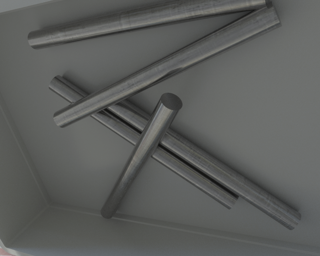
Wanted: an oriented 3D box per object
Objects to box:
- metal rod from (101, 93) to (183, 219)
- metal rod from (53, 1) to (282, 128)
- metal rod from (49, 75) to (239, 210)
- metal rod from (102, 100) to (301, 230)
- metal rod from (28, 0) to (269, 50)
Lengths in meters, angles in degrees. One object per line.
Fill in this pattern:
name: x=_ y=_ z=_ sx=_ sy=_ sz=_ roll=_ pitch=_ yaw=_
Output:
metal rod: x=-0.040 y=0.060 z=0.438 sx=0.025 sy=0.025 sz=0.298 roll=35 pitch=137 yaw=4
metal rod: x=-0.015 y=-0.059 z=0.358 sx=0.300 sy=0.025 sz=0.025 roll=-21 pitch=108 yaw=29
metal rod: x=-0.026 y=0.017 z=0.430 sx=0.301 sy=0.025 sz=0.025 roll=33 pitch=129 yaw=5
metal rod: x=0.045 y=0.036 z=0.405 sx=0.301 sy=0.025 sz=0.025 roll=33 pitch=129 yaw=5
metal rod: x=-0.036 y=-0.121 z=0.351 sx=0.300 sy=0.025 sz=0.025 roll=-1 pitch=118 yaw=28
